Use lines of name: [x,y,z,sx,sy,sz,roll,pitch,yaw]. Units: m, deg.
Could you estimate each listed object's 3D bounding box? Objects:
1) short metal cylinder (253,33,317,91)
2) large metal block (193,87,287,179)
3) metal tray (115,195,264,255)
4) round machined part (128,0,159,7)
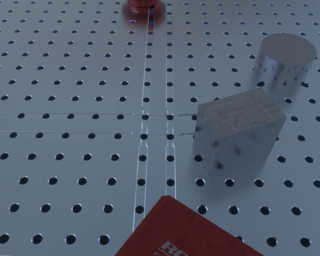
short metal cylinder: [0.191,-0.102,0.479,0.081,0.050,0.080,0,50,0]
large metal block: [0.089,0.007,0.367,0.081,0.080,0.050,-16,52,-13]
metal tray: [0.031,0.127,0.258,0.130,0.030,0.090,29,55,22]
round machined part: [-0.034,-0.284,0.635,0.099,0.042,0.098,0,50,0]
